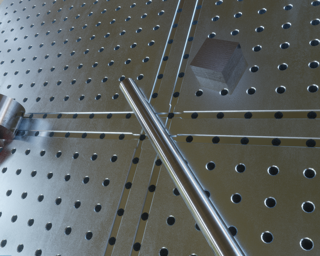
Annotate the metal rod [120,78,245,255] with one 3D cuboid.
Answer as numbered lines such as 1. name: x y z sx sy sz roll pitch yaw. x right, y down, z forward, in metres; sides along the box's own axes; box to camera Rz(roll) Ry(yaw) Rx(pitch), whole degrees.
1. metal rod: 0.012 0.034 0.379 0.025 0.025 0.300 -35 51 4

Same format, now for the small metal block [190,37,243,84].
1. small metal block: 0.077 -0.093 0.424 0.050 0.025 0.050 22 73 35

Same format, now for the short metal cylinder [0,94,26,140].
1. short metal cylinder: -0.281 -0.020 0.529 0.080 0.080 0.050 -4 60 26
